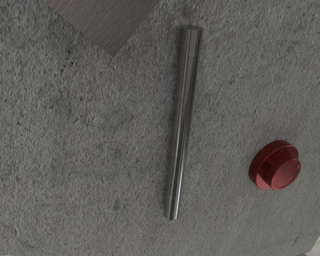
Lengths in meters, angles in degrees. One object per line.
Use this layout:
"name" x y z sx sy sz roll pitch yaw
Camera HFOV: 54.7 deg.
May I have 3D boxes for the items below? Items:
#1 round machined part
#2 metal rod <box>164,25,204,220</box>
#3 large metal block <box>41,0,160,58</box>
"round machined part" 0.214 0.074 0.562 0.099 0.042 0.097 -14 125 -21
"metal rod" 0.028 0.013 0.431 0.025 0.025 0.298 -10 123 -23
"large metal block" -0.055 -0.127 0.283 0.080 0.050 0.080 -50 129 6
